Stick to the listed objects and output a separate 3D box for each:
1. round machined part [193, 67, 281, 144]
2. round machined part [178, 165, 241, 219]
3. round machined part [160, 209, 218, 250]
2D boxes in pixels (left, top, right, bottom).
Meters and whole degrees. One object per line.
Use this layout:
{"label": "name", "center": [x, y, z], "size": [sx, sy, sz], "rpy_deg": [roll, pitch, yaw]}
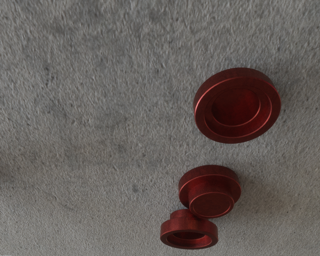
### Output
{"label": "round machined part", "center": [0.089, -0.030, 0.372], "size": [0.099, 0.042, 0.097], "rpy_deg": [-1, 130, 0]}
{"label": "round machined part", "center": [0.079, 0.106, 0.488], "size": [0.099, 0.042, 0.097], "rpy_deg": [-1, 130, 0]}
{"label": "round machined part", "center": [0.050, 0.174, 0.537], "size": [0.099, 0.042, 0.097], "rpy_deg": [2, 141, 2]}
